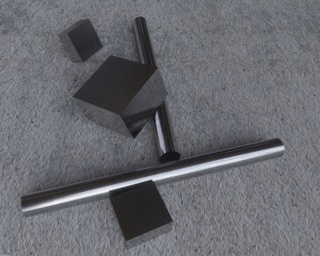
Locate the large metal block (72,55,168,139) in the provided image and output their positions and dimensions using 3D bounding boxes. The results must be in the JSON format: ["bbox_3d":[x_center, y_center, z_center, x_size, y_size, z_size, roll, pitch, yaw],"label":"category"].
[{"bbox_3d":[-0.050,-0.042,0.403,0.080,0.050,0.080,21,63,30],"label":"large metal block"}]

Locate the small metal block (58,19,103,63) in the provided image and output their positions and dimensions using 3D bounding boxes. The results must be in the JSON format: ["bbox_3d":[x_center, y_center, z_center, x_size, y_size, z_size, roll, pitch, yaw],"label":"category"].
[{"bbox_3d":[-0.127,-0.140,0.499,0.025,0.050,0.050,9,46,38],"label":"small metal block"}]

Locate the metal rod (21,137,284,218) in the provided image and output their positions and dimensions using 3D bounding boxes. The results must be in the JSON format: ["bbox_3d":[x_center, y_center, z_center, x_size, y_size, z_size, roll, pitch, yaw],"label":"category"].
[{"bbox_3d":[0.001,0.054,0.357,0.302,0.025,0.025,-12,51,-10],"label":"metal rod"}]

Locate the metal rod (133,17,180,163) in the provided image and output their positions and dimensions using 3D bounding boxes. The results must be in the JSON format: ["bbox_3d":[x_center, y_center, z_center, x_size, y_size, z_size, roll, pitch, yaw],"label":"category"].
[{"bbox_3d":[-0.012,-0.078,0.468,0.025,0.025,0.300,-7,50,-6],"label":"metal rod"}]

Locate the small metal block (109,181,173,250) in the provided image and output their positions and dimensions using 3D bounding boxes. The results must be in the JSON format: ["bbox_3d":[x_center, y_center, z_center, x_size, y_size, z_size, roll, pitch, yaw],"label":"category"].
[{"bbox_3d":[-0.020,0.091,0.326,0.050,0.025,0.050,-18,53,-15],"label":"small metal block"}]
